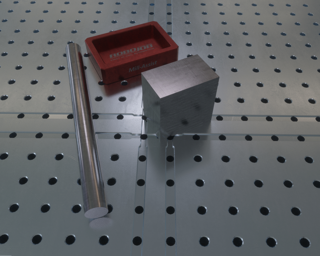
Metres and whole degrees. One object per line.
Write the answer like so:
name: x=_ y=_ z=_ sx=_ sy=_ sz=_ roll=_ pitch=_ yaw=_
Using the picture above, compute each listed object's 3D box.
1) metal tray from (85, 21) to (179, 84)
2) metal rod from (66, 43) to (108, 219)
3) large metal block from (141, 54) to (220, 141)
metal tray: x=-0.046 y=-0.128 z=0.510 sx=0.131 sy=0.030 sz=0.090 roll=-20 pitch=53 yaw=-17
metal rod: x=-0.106 y=-0.020 z=0.423 sx=0.025 sy=0.025 sz=0.300 roll=-11 pitch=51 yaw=-10
large metal block: x=0.024 y=-0.039 z=0.405 sx=0.081 sy=0.080 sz=0.050 roll=-22 pitch=54 yaw=-17
